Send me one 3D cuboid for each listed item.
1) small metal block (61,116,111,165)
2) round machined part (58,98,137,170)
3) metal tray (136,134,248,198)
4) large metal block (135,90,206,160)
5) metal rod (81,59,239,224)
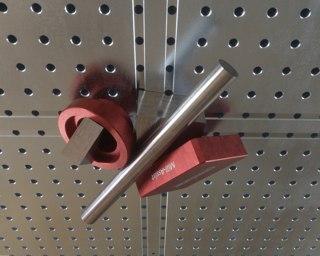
[{"bbox_3d":[-0.085,0.016,0.371,0.025,0.050,0.050,33,88,6],"label":"small metal block"},{"bbox_3d":[-0.072,0.003,0.384,0.098,0.042,0.097,17,136,18],"label":"round machined part"},{"bbox_3d":[0.038,0.052,0.409,0.091,0.030,0.129,-2,154,-41],"label":"metal tray"},{"bbox_3d":[0.007,0.003,0.398,0.081,0.050,0.079,7,130,-6],"label":"large metal block"},{"bbox_3d":[-0.019,0.036,0.376,0.025,0.025,0.298,28,125,-22],"label":"metal rod"}]
